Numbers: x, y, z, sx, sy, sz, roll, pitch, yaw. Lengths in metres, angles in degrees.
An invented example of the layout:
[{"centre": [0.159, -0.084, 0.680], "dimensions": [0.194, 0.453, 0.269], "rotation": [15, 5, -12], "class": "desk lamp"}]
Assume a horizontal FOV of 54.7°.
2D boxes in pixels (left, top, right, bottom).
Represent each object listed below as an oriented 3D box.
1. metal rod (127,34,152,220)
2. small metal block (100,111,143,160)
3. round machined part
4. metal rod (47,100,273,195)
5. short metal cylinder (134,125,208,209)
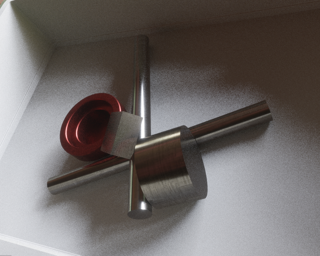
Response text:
[{"centre": [-0.025, -0.027, 0.409], "dimensions": [0.025, 0.025, 0.300], "rotation": [-18, 48, 18], "class": "metal rod"}, {"centre": [-0.047, 0.008, 0.369], "dimensions": [0.050, 0.025, 0.050], "rotation": [2, 76, 66], "class": "small metal block"}, {"centre": [-0.087, 0.002, 0.436], "dimensions": [0.098, 0.042, 0.098], "rotation": [-13, 56, 20], "class": "round machined part"}, {"centre": [-0.012, 0.030, 0.390], "dimensions": [0.301, 0.025, 0.025], "rotation": [-20, 54, 15], "class": "metal rod"}, {"centre": [0.014, 0.042, 0.334], "dimensions": [0.050, 0.080, 0.080], "rotation": [-18, 55, 18], "class": "short metal cylinder"}]
